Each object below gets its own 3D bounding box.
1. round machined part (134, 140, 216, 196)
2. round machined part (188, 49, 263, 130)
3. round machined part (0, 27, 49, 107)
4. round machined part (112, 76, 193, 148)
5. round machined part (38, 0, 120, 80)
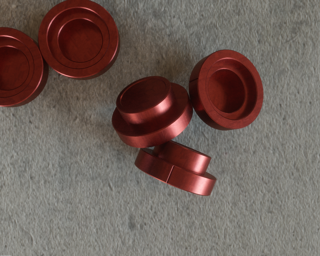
[{"bbox_3d":[0.023,0.041,0.374,0.098,0.098,0.042,22,91,-1],"label":"round machined part"},{"bbox_3d":[0.078,-0.045,0.390,0.099,0.042,0.097,3,82,-25],"label":"round machined part"},{"bbox_3d":[-0.192,-0.075,0.399,0.099,0.042,0.097,0,90,-1],"label":"round machined part"},{"bbox_3d":[-0.013,-0.026,0.372,0.098,0.098,0.042,-25,129,-1],"label":"round machined part"},{"bbox_3d":[-0.100,-0.110,0.400,0.099,0.042,0.097,0,90,-1],"label":"round machined part"}]
